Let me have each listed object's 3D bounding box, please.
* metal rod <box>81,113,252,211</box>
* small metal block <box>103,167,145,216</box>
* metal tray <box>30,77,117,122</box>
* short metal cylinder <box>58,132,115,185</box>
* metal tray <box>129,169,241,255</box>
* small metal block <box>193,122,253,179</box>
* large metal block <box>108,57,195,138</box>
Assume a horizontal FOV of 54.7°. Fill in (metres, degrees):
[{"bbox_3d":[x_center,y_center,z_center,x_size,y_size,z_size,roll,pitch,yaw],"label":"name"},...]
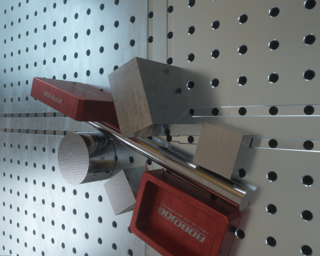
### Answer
[{"bbox_3d":[-0.017,0.027,0.423,0.300,0.025,0.025,25,106,37],"label":"metal rod"},{"bbox_3d":[-0.050,0.092,0.452,0.050,0.025,0.050,-39,66,33],"label":"small metal block"},{"bbox_3d":[-0.120,-0.043,0.465,0.130,0.091,0.030,24,105,37],"label":"metal tray"},{"bbox_3d":[-0.116,0.046,0.488,0.080,0.050,0.080,0,90,40],"label":"short metal cylinder"},{"bbox_3d":[0.025,0.117,0.385,0.130,0.030,0.089,23,105,37],"label":"metal tray"},{"bbox_3d":[0.070,0.024,0.351,0.050,0.025,0.050,22,104,38],"label":"small metal block"},{"bbox_3d":[-0.010,-0.034,0.383,0.050,0.081,0.080,-23,75,38],"label":"large metal block"}]
